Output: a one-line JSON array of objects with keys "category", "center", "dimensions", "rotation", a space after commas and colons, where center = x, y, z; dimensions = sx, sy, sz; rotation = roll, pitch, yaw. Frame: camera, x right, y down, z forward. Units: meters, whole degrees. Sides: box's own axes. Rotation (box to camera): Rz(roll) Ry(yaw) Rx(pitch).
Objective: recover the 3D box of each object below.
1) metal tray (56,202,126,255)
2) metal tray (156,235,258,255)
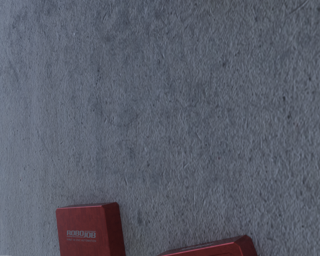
[{"category": "metal tray", "center": [-0.115, 0.169, 0.497], "dimensions": [0.130, 0.030, 0.090], "rotation": [-15, 81, 39]}, {"category": "metal tray", "center": [0.056, 0.182, 0.355], "dimensions": [0.130, 0.030, 0.090], "rotation": [-28, 72, 36]}]
